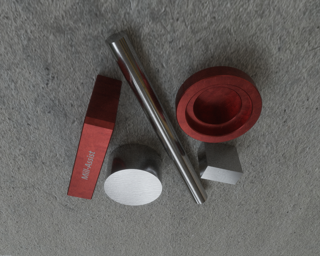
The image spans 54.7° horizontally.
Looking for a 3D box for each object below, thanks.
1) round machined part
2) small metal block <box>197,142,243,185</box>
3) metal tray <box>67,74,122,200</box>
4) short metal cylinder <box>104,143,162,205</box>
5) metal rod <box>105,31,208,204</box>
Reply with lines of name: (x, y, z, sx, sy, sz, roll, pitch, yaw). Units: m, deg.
round machined part: (0.067, -0.032, 0.371, 0.099, 0.042, 0.097, -1, 130, 0)
small metal block: (0.082, 0.047, 0.430, 0.050, 0.050, 0.025, 13, 129, -11)
metal tray: (-0.080, 0.013, 0.376, 0.030, 0.090, 0.129, 14, 129, -12)
short metal cylinder: (-0.037, 0.068, 0.449, 0.081, 0.050, 0.079, 0, 130, 0)
metal rod: (0.010, 0.009, 0.417, 0.025, 0.025, 0.299, -18, 128, 14)
